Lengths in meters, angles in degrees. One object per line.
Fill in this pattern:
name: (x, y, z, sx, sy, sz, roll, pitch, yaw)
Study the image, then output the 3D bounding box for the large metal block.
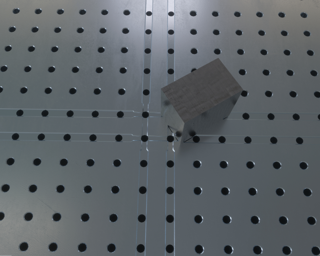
large metal block: (0.049, -0.031, 0.394, 0.080, 0.080, 0.050, -30, 73, -10)
